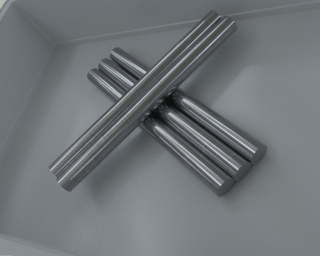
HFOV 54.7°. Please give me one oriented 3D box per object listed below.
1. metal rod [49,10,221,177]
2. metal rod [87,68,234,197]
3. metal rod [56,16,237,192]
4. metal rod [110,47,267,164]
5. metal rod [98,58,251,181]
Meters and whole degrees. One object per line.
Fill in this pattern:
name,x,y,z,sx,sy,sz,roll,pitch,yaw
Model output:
metal rod,-0.030,-0.046,0.416,0.300,0.025,0.025,-44,51,-3
metal rod,-0.020,-0.012,0.422,0.025,0.025,0.300,-47,51,-4
metal rod,-0.014,-0.033,0.400,0.300,0.025,0.025,-44,51,-3
metal rod,0.017,-0.047,0.424,0.025,0.025,0.300,-46,51,-4
metal rod,-0.002,-0.029,0.422,0.025,0.025,0.300,-47,51,-4
